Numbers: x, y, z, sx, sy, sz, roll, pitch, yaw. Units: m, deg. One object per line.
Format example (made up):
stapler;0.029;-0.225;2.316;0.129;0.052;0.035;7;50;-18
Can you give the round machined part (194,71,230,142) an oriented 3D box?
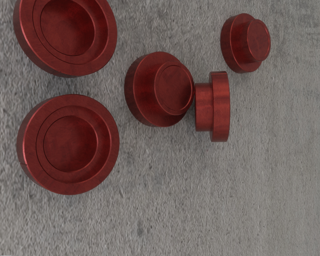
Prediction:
round machined part;0.070;-0.029;0.429;0.098;0.042;0.097;-3;92;-85

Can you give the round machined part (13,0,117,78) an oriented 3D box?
round machined part;-0.096;-0.099;0.313;0.099;0.042;0.097;0;90;-40

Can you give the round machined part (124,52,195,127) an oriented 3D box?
round machined part;0.007;-0.050;0.399;0.099;0.042;0.097;0;90;-40

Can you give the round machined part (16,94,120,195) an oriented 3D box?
round machined part;-0.094;0.016;0.315;0.099;0.042;0.097;0;90;-40

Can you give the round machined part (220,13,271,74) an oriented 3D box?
round machined part;0.149;-0.142;0.518;0.099;0.042;0.097;0;90;-40
